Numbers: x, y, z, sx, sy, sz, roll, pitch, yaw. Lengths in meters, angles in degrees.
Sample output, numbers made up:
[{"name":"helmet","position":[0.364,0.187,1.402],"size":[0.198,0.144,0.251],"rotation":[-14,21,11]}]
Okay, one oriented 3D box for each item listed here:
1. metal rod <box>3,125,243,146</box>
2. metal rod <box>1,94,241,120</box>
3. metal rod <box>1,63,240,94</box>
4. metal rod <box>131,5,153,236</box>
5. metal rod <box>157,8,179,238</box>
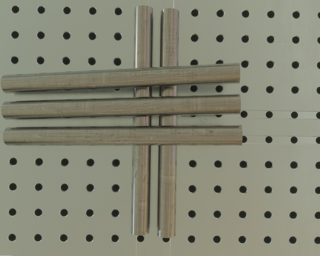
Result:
[{"name":"metal rod","position":[-0.052,0.010,0.392],"size":[0.302,0.025,0.025],"rotation":[0,90,8]},{"name":"metal rod","position":[-0.054,-0.026,0.392],"size":[0.302,0.025,0.025],"rotation":[-1,90,7]},{"name":"metal rod","position":[-0.054,-0.062,0.392],"size":[0.302,0.025,0.025],"rotation":[-1,90,7]},{"name":"metal rod","position":[-0.024,-0.010,0.413],"size":[0.025,0.025,0.298],"rotation":[1,90,-1]},{"name":"metal rod","position":[0.011,-0.006,0.414],"size":[0.025,0.025,0.298],"rotation":[1,90,-1]}]
